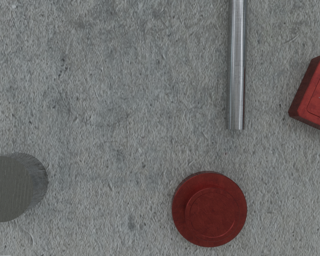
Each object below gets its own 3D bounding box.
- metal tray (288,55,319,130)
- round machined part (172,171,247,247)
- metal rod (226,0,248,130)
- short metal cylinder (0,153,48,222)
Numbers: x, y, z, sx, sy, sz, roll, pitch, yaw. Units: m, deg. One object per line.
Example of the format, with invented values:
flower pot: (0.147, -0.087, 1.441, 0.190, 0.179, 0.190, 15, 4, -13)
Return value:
metal tray: (0.251, -0.032, 0.410, 0.131, 0.030, 0.090, 24, 90, -1)
round machined part: (0.065, 0.107, 0.402, 0.099, 0.042, 0.097, 0, 90, -1)
metal rod: (0.103, -0.147, 0.411, 0.025, 0.025, 0.298, 1, 90, -1)
short metal cylinder: (-0.192, 0.073, 0.395, 0.081, 0.050, 0.079, 0, 90, -1)
